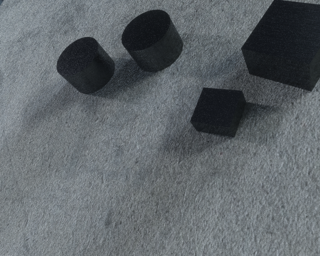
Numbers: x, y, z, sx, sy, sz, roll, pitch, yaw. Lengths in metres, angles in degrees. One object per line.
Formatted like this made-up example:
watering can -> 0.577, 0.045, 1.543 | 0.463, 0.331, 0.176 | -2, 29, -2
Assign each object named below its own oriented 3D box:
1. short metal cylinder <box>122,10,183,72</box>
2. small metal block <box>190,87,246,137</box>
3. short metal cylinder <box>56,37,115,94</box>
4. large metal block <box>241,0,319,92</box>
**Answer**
short metal cylinder -> -0.011, -0.133, 0.476 | 0.080, 0.050, 0.080 | -13, 56, 21
small metal block -> 0.072, -0.020, 0.379 | 0.050, 0.025, 0.050 | 10, 67, 32
short metal cylinder -> -0.123, -0.104, 0.516 | 0.080, 0.050, 0.080 | -13, 56, 21
large metal block -> 0.157, -0.100, 0.367 | 0.080, 0.050, 0.080 | 26, 76, 37
